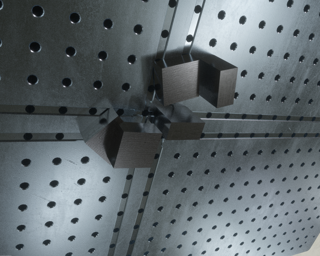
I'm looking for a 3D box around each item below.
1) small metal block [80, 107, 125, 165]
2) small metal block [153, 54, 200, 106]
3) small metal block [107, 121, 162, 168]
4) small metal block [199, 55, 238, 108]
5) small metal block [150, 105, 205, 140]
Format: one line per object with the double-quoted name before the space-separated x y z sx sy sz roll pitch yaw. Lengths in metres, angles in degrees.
"small metal block" -0.061 0.011 0.386 0.050 0.025 0.050 -40 130 -1
"small metal block" 0.021 -0.060 0.387 0.050 0.025 0.050 -17 125 -19
"small metal block" -0.031 0.021 0.376 0.050 0.025 0.050 3 117 -31
"small metal block" 0.072 -0.060 0.399 0.025 0.050 0.050 -14 125 -21
"small metal block" 0.022 -0.008 0.404 0.050 0.050 0.025 0 118 -29
